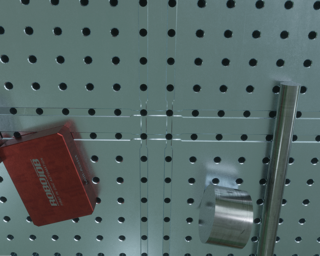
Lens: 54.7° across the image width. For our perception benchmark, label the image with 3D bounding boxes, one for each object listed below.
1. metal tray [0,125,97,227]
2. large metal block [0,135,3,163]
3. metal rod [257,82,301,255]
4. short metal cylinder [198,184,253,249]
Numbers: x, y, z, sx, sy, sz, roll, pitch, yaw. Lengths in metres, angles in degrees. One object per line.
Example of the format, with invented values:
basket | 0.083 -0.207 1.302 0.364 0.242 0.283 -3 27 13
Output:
metal tray | -0.153 0.069 0.435 0.090 0.030 0.129 -14 110 5
large metal block | -0.262 0.019 0.404 0.080 0.050 0.079 -11 110 4
metal rod | 0.166 0.083 0.445 0.025 0.025 0.298 0 110 0
short metal cylinder | 0.089 0.122 0.430 0.050 0.080 0.079 11 110 -4
